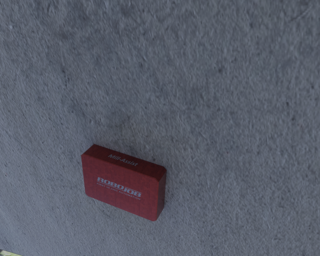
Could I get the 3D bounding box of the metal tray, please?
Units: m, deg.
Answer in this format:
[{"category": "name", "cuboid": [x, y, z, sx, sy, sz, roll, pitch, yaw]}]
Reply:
[{"category": "metal tray", "cuboid": [-0.057, 0.085, 0.485, 0.130, 0.030, 0.089, 16, 125, 18]}]
